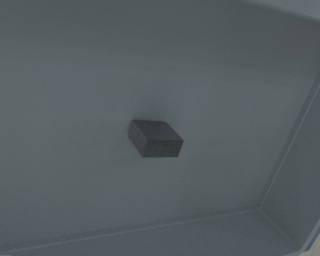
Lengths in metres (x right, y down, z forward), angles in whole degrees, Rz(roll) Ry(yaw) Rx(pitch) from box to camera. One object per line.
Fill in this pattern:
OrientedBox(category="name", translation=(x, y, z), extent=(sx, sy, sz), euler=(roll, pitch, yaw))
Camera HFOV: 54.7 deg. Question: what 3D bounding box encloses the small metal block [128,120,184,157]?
OrientedBox(category="small metal block", translation=(-0.006, 0.013, 0.394), extent=(0.050, 0.050, 0.025), euler=(3, 117, -30))
